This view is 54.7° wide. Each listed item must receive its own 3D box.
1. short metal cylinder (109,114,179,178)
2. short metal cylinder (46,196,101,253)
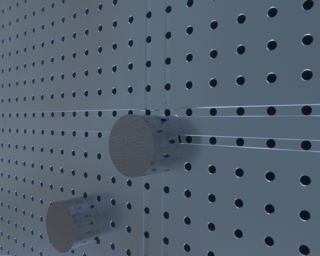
[{"bbox_3d":[-0.022,0.022,0.409,0.080,0.050,0.079,0,90,39],"label":"short metal cylinder"},{"bbox_3d":[-0.142,0.156,0.507,0.080,0.050,0.079,0,90,39],"label":"short metal cylinder"}]
